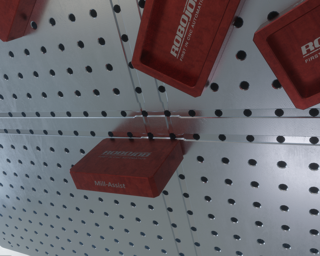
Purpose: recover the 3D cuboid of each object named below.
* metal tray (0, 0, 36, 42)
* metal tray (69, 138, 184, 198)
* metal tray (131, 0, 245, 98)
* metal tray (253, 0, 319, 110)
[{"bbox_3d":[-0.232,-0.192,0.413,0.130,0.030,0.090,43,129,-2],"label":"metal tray"},{"bbox_3d":[-0.045,0.049,0.423,0.130,0.090,0.030,0,118,28],"label":"metal tray"},{"bbox_3d":[0.027,-0.107,0.327,0.090,0.030,0.129,27,128,11],"label":"metal tray"},{"bbox_3d":[0.162,-0.082,0.271,0.130,0.030,0.090,-28,103,37],"label":"metal tray"}]
